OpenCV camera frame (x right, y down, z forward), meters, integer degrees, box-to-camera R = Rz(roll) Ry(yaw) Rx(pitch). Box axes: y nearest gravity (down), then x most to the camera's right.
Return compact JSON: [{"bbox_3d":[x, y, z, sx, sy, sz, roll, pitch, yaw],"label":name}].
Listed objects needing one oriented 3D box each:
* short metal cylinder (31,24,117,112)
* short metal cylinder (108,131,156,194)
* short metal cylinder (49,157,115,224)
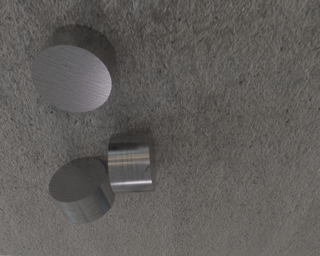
[{"bbox_3d":[-0.090,-0.064,0.335,0.081,0.050,0.079,0,130,0],"label":"short metal cylinder"},{"bbox_3d":[-0.034,0.045,0.409,0.050,0.080,0.080,-4,130,3],"label":"short metal cylinder"},{"bbox_3d":[-0.110,0.088,0.445,0.080,0.080,0.050,-8,130,7],"label":"short metal cylinder"}]
